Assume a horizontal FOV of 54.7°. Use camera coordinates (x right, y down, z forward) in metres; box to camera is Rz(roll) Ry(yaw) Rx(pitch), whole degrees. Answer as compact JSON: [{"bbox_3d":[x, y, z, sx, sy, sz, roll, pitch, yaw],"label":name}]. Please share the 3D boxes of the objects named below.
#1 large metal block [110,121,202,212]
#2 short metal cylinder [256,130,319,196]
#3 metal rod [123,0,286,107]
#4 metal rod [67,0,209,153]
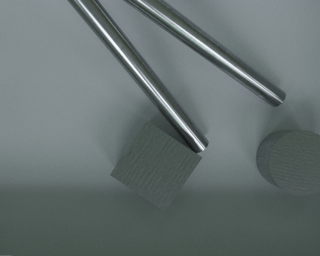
[{"bbox_3d":[-0.005,0.046,0.399,0.080,0.050,0.080,34,90,-1],"label":"large metal block"},{"bbox_3d":[0.173,0.042,0.401,0.081,0.050,0.079,0,90,-1],"label":"short metal cylinder"},{"bbox_3d":[0.037,-0.106,0.357,0.301,0.025,0.025,29,90,-23],"label":"metal rod"},{"bbox_3d":[-0.034,-0.079,0.352,0.025,0.025,0.300,-41,115,0],"label":"metal rod"}]
